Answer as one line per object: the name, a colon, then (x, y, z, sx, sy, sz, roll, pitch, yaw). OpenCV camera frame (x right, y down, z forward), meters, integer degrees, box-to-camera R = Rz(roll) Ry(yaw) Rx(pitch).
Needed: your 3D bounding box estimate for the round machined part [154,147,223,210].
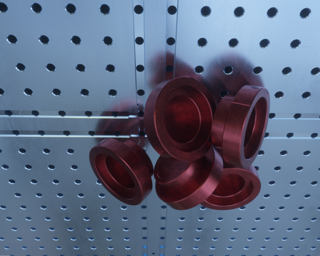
round machined part: (0.031, 0.055, 0.411, 0.098, 0.098, 0.042, -32, 121, 24)

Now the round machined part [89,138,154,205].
round machined part: (-0.048, 0.055, 0.426, 0.098, 0.042, 0.097, 26, 136, 28)

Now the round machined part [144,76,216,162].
round machined part: (0.021, -0.010, 0.369, 0.098, 0.098, 0.042, 40, 155, -29)

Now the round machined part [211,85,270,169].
round machined part: (0.095, -0.004, 0.373, 0.042, 0.098, 0.097, 15, 138, 32)

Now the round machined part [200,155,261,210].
round machined part: (0.098, 0.079, 0.469, 0.099, 0.042, 0.097, -1, 130, 0)
